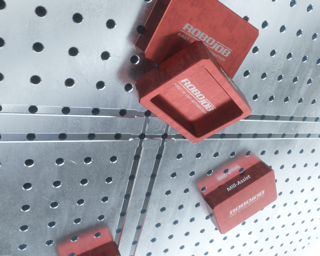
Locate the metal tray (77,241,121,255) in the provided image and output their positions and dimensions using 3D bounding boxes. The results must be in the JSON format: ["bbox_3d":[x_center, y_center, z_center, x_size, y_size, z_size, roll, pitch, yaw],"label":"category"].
[{"bbox_3d":[-0.102,0.253,0.508,0.091,0.030,0.129,-18,126,-18],"label":"metal tray"}]

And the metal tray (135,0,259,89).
[{"bbox_3d":[0.047,-0.105,0.368,0.131,0.030,0.090,18,109,-35],"label":"metal tray"}]

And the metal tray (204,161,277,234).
[{"bbox_3d":[0.151,0.129,0.569,0.131,0.030,0.090,-30,128,-9],"label":"metal tray"}]

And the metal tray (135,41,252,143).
[{"bbox_3d":[0.045,-0.036,0.377,0.090,0.030,0.130,-30,140,22],"label":"metal tray"}]
